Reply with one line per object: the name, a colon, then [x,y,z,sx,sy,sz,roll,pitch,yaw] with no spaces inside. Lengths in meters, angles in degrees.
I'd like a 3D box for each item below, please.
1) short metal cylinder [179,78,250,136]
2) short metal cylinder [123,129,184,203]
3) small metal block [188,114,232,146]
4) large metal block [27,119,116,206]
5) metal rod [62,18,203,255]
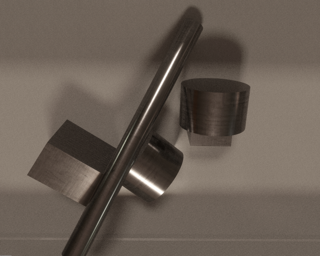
short metal cylinder: [0.064,-0.028,0.373,0.081,0.080,0.050,1,110,-1]
short metal cylinder: [-0.015,0.048,0.400,0.050,0.080,0.080,38,105,-13]
small metal block: [0.062,0.002,0.400,0.050,0.050,0.025,1,110,-1]
large metal block: [-0.106,0.042,0.396,0.080,0.080,0.050,33,107,-12]
metal rod: [-0.028,0.009,0.354,0.025,0.025,0.299,28,84,-10]
